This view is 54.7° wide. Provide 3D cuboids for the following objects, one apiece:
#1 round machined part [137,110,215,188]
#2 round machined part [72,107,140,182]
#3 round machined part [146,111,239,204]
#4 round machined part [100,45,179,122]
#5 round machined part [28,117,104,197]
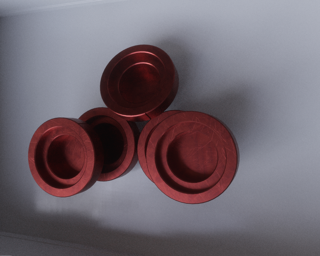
[{"bbox_3d":[0.025,0.027,0.392,0.098,0.042,0.097,0,90,20],"label":"round machined part"},{"bbox_3d":[-0.070,0.021,0.425,0.098,0.042,0.097,0,90,20],"label":"round machined part"},{"bbox_3d":[0.038,0.031,0.342,0.098,0.042,0.097,0,90,20],"label":"round machined part"},{"bbox_3d":[-0.023,-0.053,0.397,0.098,0.042,0.098,-6,70,16],"label":"round machined part"},{"bbox_3d":[-0.114,0.035,0.396,0.098,0.042,0.097,0,90,20],"label":"round machined part"}]
